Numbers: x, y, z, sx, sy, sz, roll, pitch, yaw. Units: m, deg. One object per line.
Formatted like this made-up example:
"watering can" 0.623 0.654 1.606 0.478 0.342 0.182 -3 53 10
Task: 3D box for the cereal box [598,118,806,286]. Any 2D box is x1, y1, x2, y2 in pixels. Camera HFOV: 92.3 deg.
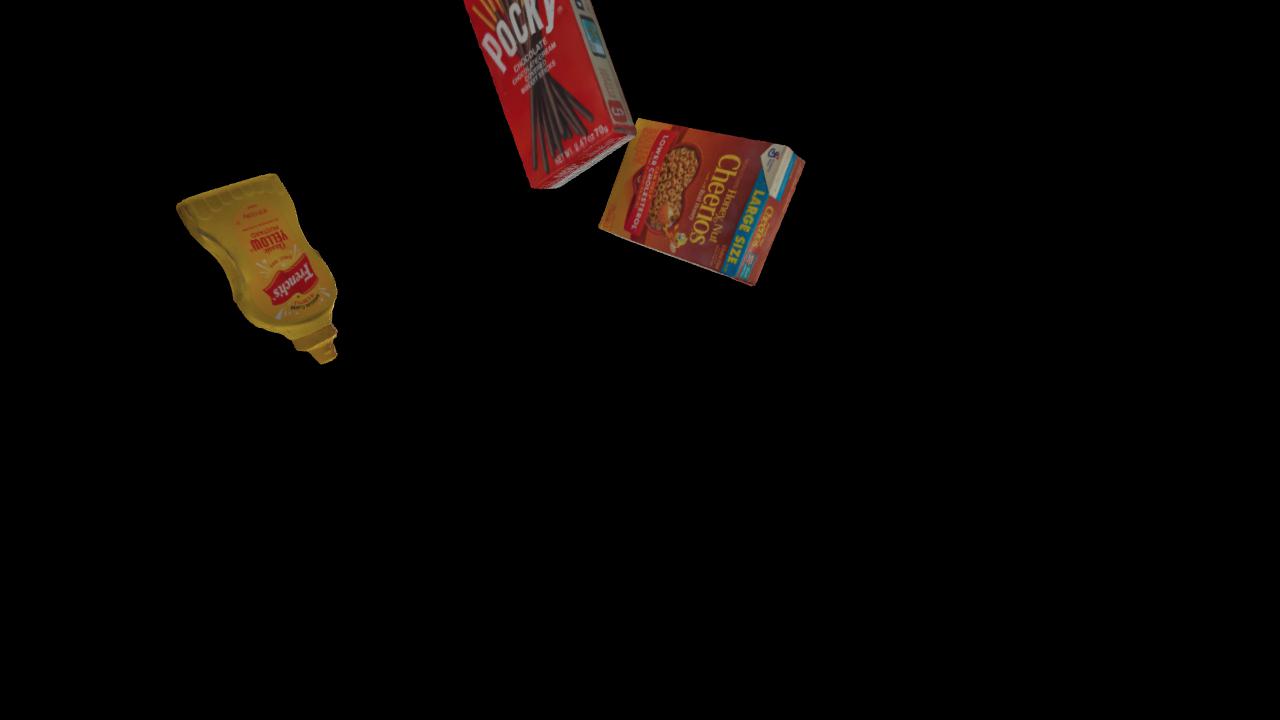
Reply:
"cereal box" 0.088 -0.262 0.994 0.306 0.203 0.081 28 11 37

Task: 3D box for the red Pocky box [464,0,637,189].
"red Pocky box" -0.063 -0.197 0.391 0.083 0.155 0.028 -19 1 41

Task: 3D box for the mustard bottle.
"mustard bottle" -0.347 -0.078 0.594 0.054 0.184 0.092 -5 27 34
